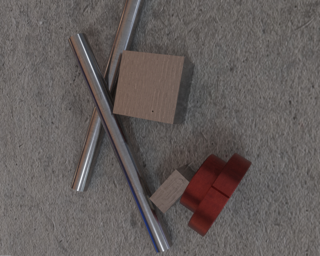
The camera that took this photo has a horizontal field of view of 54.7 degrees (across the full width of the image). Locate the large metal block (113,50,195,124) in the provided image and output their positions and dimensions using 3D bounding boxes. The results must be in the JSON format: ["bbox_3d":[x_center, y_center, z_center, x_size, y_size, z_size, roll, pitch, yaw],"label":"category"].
[{"bbox_3d":[-0.007,-0.051,0.397,0.080,0.050,0.079,11,94,19],"label":"large metal block"}]

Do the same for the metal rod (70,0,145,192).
[{"bbox_3d":[-0.072,-0.054,0.433,0.025,0.025,0.298,20,96,18],"label":"metal rod"}]

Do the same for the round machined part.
[{"bbox_3d":[0.058,0.068,0.349,0.042,0.098,0.098,33,101,17],"label":"round machined part"}]

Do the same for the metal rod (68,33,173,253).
[{"bbox_3d":[-0.052,0.019,0.407,0.025,0.025,0.299,-23,90,18],"label":"metal rod"}]

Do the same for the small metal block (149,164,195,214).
[{"bbox_3d":[0.020,0.075,0.388,0.025,0.050,0.050,44,103,14],"label":"small metal block"}]
